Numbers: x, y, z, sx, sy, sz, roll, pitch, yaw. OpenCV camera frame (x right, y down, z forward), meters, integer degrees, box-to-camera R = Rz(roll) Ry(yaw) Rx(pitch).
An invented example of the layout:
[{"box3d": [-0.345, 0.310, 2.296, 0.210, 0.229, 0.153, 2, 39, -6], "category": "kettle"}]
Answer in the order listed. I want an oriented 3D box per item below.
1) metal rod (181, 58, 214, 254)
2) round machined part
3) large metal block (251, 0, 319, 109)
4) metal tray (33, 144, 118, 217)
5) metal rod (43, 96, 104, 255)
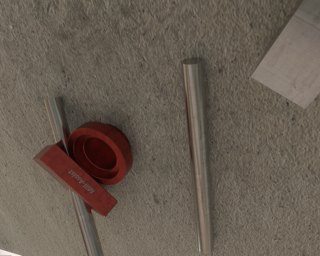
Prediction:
[{"box3d": [0.054, 0.056, 0.411, 0.025, 0.025, 0.298, 6, 121, 24], "category": "metal rod"}, {"box3d": [-0.083, 0.033, 0.458, 0.098, 0.042, 0.097, 13, 124, 20], "category": "round machined part"}, {"box3d": [0.127, -0.075, 0.258, 0.050, 0.080, 0.079, 33, 129, 6], "category": "large metal block"}, {"box3d": [-0.135, 0.082, 0.487, 0.130, 0.030, 0.090, 48, 156, -17], "category": "metal tray"}, {"box3d": [-0.130, 0.099, 0.489, 0.025, 0.025, 0.298, -7, 101, 31], "category": "metal rod"}]
